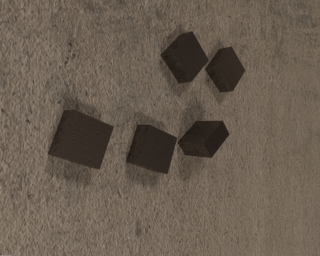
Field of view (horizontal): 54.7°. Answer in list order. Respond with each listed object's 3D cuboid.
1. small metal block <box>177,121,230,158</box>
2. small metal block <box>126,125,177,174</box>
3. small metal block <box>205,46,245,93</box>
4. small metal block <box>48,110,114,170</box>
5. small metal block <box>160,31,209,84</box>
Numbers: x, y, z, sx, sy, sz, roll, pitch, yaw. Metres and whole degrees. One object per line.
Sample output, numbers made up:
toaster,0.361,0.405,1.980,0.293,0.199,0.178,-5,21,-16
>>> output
small metal block,0.062,0.015,0.443,0.050,0.050,0.025,-46,118,-30
small metal block,-0.010,0.028,0.399,0.050,0.025,0.050,26,74,-37
small metal block,0.105,-0.093,0.496,0.050,0.025,0.050,50,60,-29
small metal block,-0.085,0.013,0.335,0.050,0.025,0.050,26,74,-37
small metal block,0.036,-0.099,0.437,0.050,0.025,0.050,-52,121,-27
